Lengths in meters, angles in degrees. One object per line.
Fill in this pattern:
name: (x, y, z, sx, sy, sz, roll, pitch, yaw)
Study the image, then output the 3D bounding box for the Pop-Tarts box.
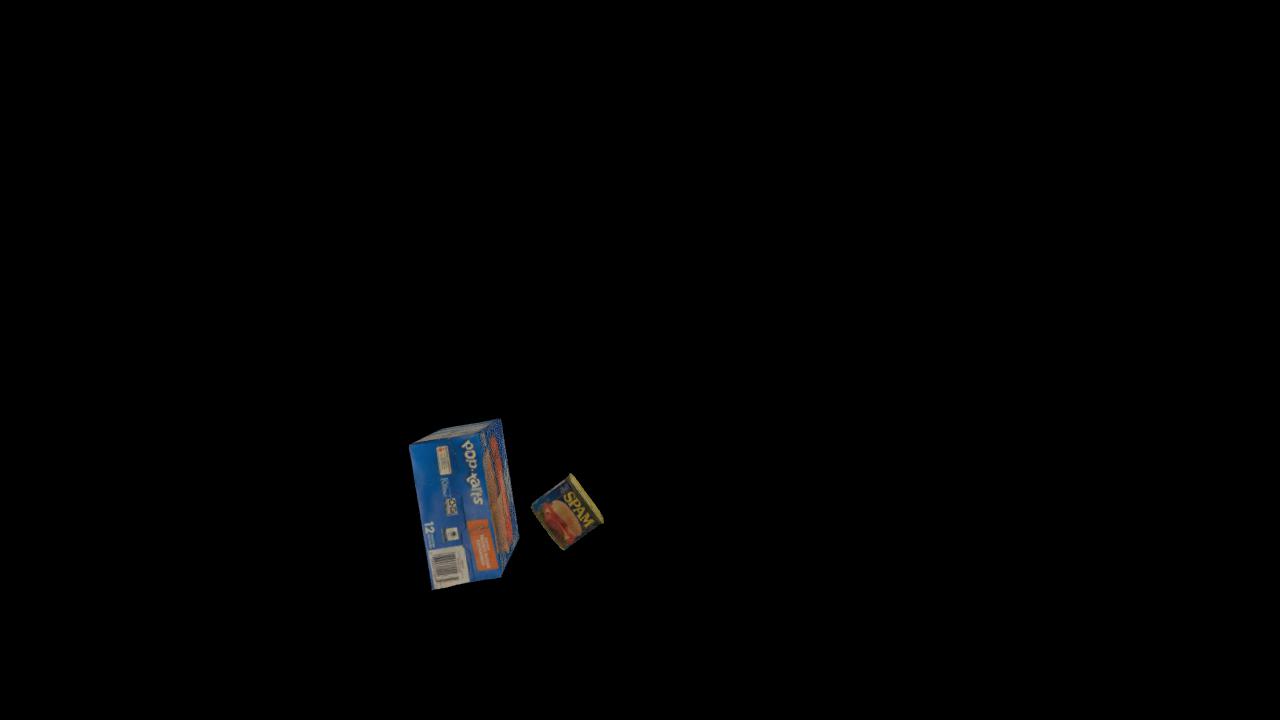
Pop-Tarts box: (-0.207, 0.166, 0.749, 0.083, 0.167, 0.141, -8, 1, -3)

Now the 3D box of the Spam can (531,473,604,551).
Spam can: (-0.125, 0.262, 1.061, 0.085, 0.101, 0.058, -36, 3, -2)
